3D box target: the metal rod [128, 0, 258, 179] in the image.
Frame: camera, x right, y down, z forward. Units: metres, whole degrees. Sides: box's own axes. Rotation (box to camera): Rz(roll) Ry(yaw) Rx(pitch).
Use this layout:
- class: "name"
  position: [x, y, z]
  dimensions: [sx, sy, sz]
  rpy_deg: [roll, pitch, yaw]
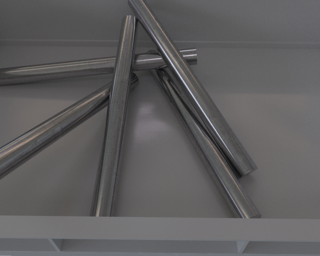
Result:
- class: "metal rod"
  position: [0.034, -0.069, 0.413]
  dimensions: [0.025, 0.025, 0.299]
  rpy_deg: [-23, 69, -18]

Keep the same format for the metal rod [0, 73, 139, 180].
- class: "metal rod"
  position: [-0.109, -0.006, 0.351]
  dimensions: [0.025, 0.025, 0.301]
  rpy_deg: [22, 35, 17]

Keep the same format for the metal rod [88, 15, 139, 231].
- class: "metal rod"
  position: [-0.053, -0.027, 0.390]
  dimensions: [0.025, 0.025, 0.299]
  rpy_deg: [3, 61, 2]

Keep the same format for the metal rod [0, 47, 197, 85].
- class: "metal rod"
  position: [-0.097, -0.091, 0.460]
  dimensions: [0.302, 0.025, 0.025]
  rpy_deg: [-5, 50, 3]

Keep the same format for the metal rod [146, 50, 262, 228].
- class: "metal rod"
  position: [0.040, -0.010, 0.413]
  dimensions: [0.025, 0.025, 0.300]
  rpy_deg: [-17, 52, -14]
